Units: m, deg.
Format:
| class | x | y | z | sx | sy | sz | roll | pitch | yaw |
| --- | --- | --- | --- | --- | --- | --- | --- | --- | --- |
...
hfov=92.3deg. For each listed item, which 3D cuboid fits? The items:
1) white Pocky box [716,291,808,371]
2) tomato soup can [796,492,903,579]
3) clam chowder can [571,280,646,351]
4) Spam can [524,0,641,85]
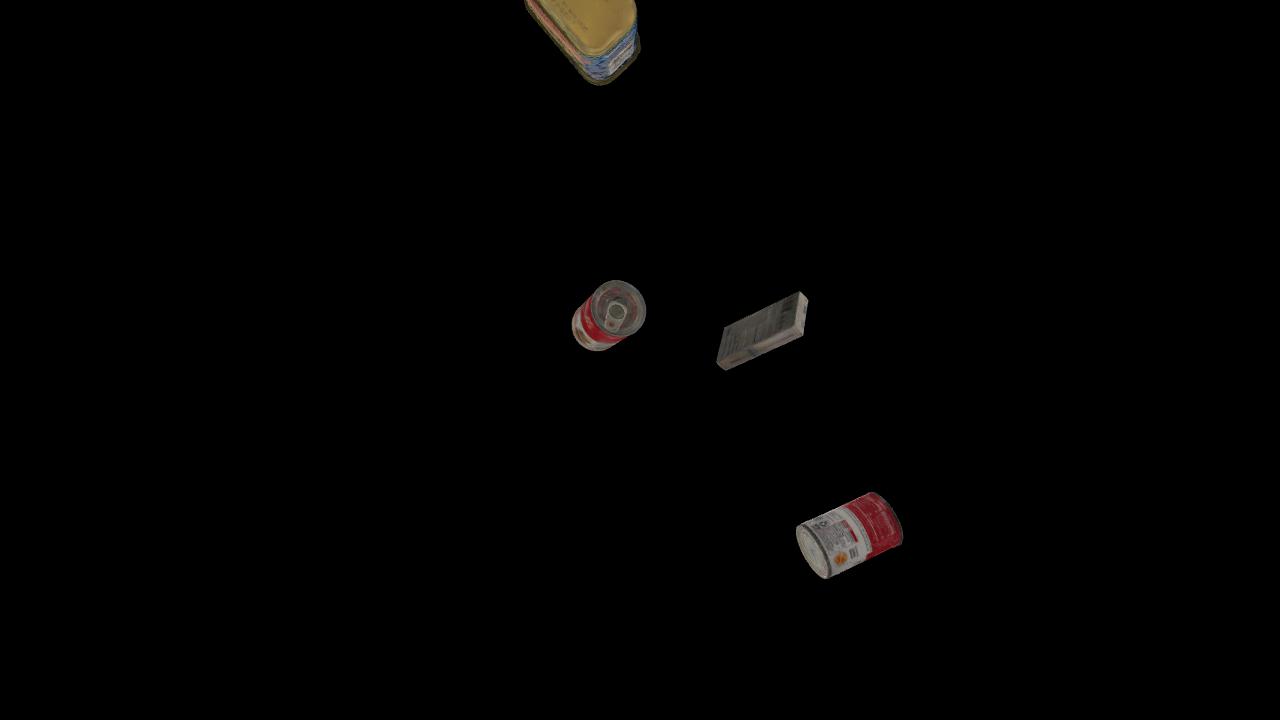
| class | x | y | z | sx | sy | sz | roll | pitch | yaw |
| --- | --- | --- | --- | --- | --- | --- | --- | --- | --- |
| white Pocky box | 0.189 | -0.044 | 0.962 | 0.028 | 0.084 | 0.154 | 40 | -43 | -23 |
| tomato soup can | 0.243 | 0.205 | 0.719 | 0.101 | 0.068 | 0.068 | -20 | 4 | -12 |
| clam chowder can | -0.041 | -0.051 | 0.755 | 0.068 | 0.068 | 0.102 | 0 | -10 | -19 |
| Spam can | -0.046 | -0.267 | 0.460 | 0.058 | 0.101 | 0.085 | -42 | 10 | 8 |
